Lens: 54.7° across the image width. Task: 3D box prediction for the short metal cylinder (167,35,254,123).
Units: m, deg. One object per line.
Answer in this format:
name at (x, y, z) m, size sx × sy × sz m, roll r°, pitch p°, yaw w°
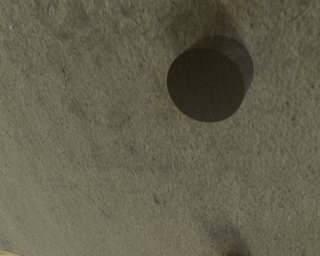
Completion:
short metal cylinder at (0.054, -0.053, 0.329) m, size 0.080 × 0.050 × 0.079 m, roll 13°, pitch 124°, yaw 20°
